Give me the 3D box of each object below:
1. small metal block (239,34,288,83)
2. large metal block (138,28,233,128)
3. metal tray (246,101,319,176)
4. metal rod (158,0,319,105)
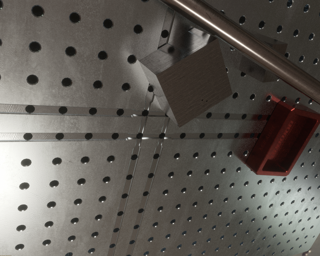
[{"bbox_3d":[0.136,-0.094,0.414,0.025,0.050,0.050,-9,123,-24],"label":"small metal block"},{"bbox_3d":[0.033,-0.061,0.377,0.080,0.050,0.080,-32,129,-8],"label":"large metal block"},{"bbox_3d":[0.217,0.023,0.543,0.091,0.030,0.129,8,114,-33],"label":"metal tray"},{"bbox_3d":[0.105,-0.095,0.361,0.302,0.025,0.025,25,105,-21],"label":"metal rod"}]
